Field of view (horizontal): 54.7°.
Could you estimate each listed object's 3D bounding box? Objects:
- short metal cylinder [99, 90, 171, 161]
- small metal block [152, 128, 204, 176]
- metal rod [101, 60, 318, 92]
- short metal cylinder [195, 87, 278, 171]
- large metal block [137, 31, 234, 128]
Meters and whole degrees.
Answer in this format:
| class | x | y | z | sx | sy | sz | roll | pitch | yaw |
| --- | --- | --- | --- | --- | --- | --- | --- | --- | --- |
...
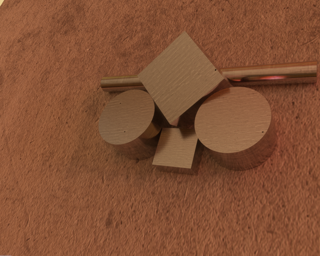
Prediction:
| class | x | y | z | sx | sy | sz | roll | pitch | yaw |
| --- | --- | --- | --- | --- | --- | --- | --- | --- | --- |
| short metal cylinder | -0.033 | -0.004 | 0.408 | 0.080 | 0.050 | 0.080 | -13 | 56 | 21 |
| small metal block | 0.024 | 0.028 | 0.376 | 0.050 | 0.025 | 0.050 | 2 | 63 | 29 |
| metal rod | 0.046 | -0.067 | 0.422 | 0.300 | 0.025 | 0.025 | 1 | 62 | 28 |
| short metal cylinder | 0.085 | 0.001 | 0.344 | 0.080 | 0.050 | 0.080 | -13 | 56 | 21 |
| large metal block | 0.032 | -0.057 | 0.384 | 0.080 | 0.050 | 0.080 | -41 | 66 | 17 |
